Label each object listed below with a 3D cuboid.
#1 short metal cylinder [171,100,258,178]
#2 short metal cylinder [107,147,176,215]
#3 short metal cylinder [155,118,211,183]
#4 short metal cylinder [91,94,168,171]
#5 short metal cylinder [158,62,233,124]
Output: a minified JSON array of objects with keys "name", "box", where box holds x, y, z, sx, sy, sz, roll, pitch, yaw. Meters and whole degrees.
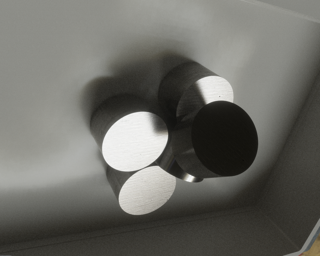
[{"name":"short metal cylinder","box":[0.059,0.015,0.343,0.081,0.050,0.080,5,77,-21]},{"name":"short metal cylinder","box":[-0.026,0.070,0.421,0.081,0.050,0.079,-14,125,-21]},{"name":"short metal cylinder","box":[0.034,0.027,0.409,0.081,0.080,0.050,14,111,-34]},{"name":"short metal cylinder","box":[-0.037,0.005,0.374,0.081,0.050,0.079,-14,125,-21]},{"name":"short metal cylinder","box":[0.045,-0.037,0.394,0.081,0.050,0.079,-14,125,-21]}]
